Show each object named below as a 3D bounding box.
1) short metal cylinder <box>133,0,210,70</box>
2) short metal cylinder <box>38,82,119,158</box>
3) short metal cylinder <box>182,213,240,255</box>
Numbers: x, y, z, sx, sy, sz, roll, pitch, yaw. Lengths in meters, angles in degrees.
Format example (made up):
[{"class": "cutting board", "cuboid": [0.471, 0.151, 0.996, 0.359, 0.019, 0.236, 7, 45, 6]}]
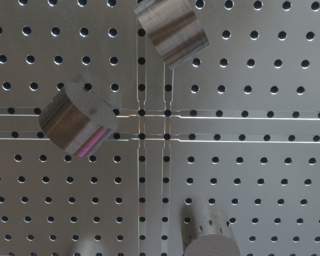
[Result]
[{"class": "short metal cylinder", "cuboid": [0.013, -0.112, 0.343, 0.050, 0.080, 0.080, -30, 108, 10]}, {"class": "short metal cylinder", "cuboid": [-0.098, -0.010, 0.379, 0.080, 0.080, 0.050, 41, 105, -14]}, {"class": "short metal cylinder", "cuboid": [0.074, 0.176, 0.466, 0.081, 0.050, 0.079, 0, 110, -1]}]
